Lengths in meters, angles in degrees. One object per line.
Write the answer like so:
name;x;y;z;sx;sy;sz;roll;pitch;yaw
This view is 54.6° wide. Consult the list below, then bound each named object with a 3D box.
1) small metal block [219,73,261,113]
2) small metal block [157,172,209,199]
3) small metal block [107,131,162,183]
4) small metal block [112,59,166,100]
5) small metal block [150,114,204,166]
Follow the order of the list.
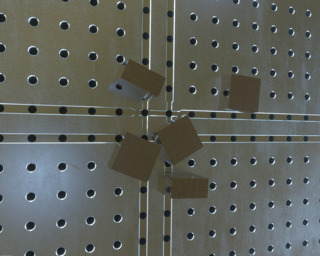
small metal block;0.117;-0.050;0.455;0.050;0.025;0.050;6;88;-20
small metal block;0.029;0.075;0.410;0.050;0.050;0.025;4;89;-20
small metal block;-0.033;0.037;0.400;0.050;0.025;0.050;24;82;-19
small metal block;-0.027;-0.059;0.389;0.050;0.050;0.025;25;82;-18
small metal block;0.023;0.015;0.421;0.050;0.025;0.050;-31;100;-17
